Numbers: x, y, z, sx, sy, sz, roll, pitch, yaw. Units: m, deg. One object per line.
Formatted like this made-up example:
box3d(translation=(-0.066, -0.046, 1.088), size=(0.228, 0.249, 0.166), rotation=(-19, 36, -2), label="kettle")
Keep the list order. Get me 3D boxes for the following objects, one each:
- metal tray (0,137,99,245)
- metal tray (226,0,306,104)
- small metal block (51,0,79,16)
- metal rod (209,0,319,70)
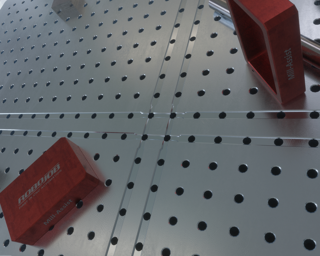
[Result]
box3d(translation=(-0.159, 0.086, 0.436), size=(0.130, 0.030, 0.090), rotation=(-43, 51, -2), label="metal tray")
box3d(translation=(0.116, -0.095, 0.339), size=(0.030, 0.130, 0.090), rotation=(-31, 52, 9), label="metal tray")
box3d(translation=(-0.210, -0.285, 0.694), size=(0.050, 0.025, 0.050), rotation=(-11, 57, 22), label="small metal block")
box3d(translation=(0.163, -0.111, 0.390), size=(0.025, 0.025, 0.300), rotation=(-41, 51, 0), label="metal rod")
